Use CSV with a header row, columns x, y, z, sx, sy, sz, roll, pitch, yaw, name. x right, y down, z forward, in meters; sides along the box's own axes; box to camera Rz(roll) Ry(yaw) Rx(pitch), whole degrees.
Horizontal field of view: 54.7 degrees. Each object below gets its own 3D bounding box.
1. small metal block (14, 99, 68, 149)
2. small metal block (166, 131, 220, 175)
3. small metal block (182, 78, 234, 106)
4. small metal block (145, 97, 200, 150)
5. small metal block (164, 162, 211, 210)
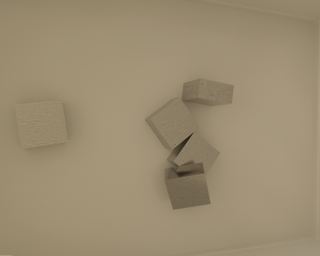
x,y,z,sx,sy,sz,roll,pitch,yaw,name
-0.137,-0.005,0.360,0.050,0.025,0.050,-9,93,-20,small metal block
0.046,0.039,0.429,0.050,0.025,0.050,39,77,-16,small metal block
0.064,-0.047,0.422,0.050,0.050,0.025,8,88,-20,small metal block
0.017,-0.006,0.418,0.050,0.025,0.050,-38,102,-16,small metal block
0.036,0.076,0.407,0.050,0.025,0.050,-11,116,8,small metal block
